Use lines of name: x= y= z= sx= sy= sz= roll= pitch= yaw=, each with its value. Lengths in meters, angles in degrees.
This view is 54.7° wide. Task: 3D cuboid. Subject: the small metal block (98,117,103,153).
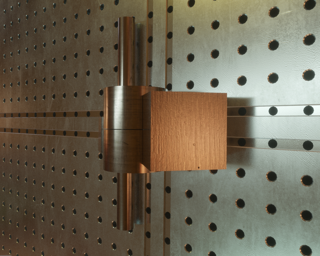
small metal block: x=-0.075 y=0.010 z=0.452 sx=0.050 sy=0.025 sz=0.050 roll=180 pitch=91 yaw=-75

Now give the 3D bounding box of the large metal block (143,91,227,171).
large metal block: x=0.025 y=0.003 z=0.338 sx=0.050 sy=0.081 sz=0.079 roll=-175 pitch=85 yaw=-78

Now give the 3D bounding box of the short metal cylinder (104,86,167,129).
short metal cylinder: x=-0.031 y=-0.024 z=0.393 sx=0.080 sy=0.081 sz=0.050 roll=1 pitch=91 yaw=40

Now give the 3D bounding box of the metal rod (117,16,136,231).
metal rod: x=-0.048 y=-0.006 z=0.443 sx=0.025 sy=0.025 sz=0.298 roll=1 pitch=90 yaw=40

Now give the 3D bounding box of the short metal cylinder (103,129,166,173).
short metal cylinder: x=-0.031 y=0.027 z=0.394 sx=0.080 sy=0.081 sz=0.050 roll=1 pitch=91 yaw=40
